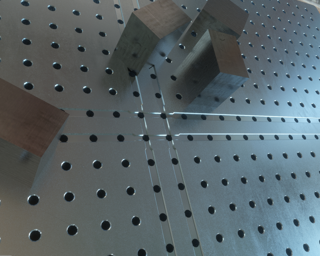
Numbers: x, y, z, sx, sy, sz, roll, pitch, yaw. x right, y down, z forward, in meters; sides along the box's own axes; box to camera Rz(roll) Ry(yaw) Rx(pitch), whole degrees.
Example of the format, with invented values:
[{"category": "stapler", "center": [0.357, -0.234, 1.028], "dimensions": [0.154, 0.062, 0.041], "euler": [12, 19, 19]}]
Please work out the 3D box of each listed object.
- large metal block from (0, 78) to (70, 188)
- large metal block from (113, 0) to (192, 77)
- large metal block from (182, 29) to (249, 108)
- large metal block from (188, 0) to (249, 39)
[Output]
[{"category": "large metal block", "center": [-0.142, 0.005, 0.294], "dimensions": [0.080, 0.080, 0.050], "euler": [29, 52, -10]}, {"category": "large metal block", "center": [-0.012, -0.133, 0.449], "dimensions": [0.050, 0.080, 0.080], "euler": [45, 51, 2]}, {"category": "large metal block", "center": [0.081, -0.088, 0.472], "dimensions": [0.050, 0.080, 0.080], "euler": [6, 59, -26]}, {"category": "large metal block", "center": [0.110, -0.197, 0.574], "dimensions": [0.080, 0.050, 0.080], "euler": [33, 51, -7]}]
